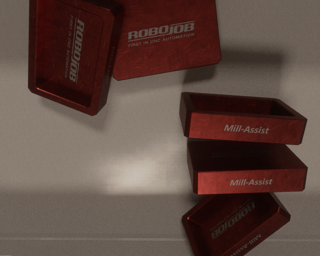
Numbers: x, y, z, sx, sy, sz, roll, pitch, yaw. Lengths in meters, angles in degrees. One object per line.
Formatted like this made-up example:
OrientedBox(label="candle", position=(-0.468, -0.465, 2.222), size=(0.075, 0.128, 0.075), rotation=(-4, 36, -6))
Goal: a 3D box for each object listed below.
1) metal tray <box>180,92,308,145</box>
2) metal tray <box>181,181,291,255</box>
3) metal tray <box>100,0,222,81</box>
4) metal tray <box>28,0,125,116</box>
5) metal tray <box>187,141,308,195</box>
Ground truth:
OrientedBox(label="metal tray", position=(0.092, -0.014, 0.372), size=(0.131, 0.090, 0.030), rotation=(4, 110, -2))
OrientedBox(label="metal tray", position=(0.096, 0.122, 0.420), size=(0.130, 0.090, 0.030), rotation=(-44, 123, 14))
OrientedBox(label="metal tray", position=(0.001, -0.112, 0.367), size=(0.131, 0.030, 0.089), rotation=(-9, 110, 3))
OrientedBox(label="metal tray", position=(-0.098, -0.085, 0.347), size=(0.090, 0.030, 0.129), rotation=(21, 126, 3))
OrientedBox(label="metal tray", position=(0.103, 0.046, 0.395), size=(0.131, 0.090, 0.030), rotation=(-2, 110, 0))
